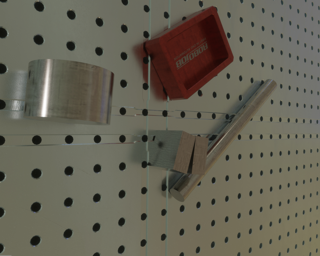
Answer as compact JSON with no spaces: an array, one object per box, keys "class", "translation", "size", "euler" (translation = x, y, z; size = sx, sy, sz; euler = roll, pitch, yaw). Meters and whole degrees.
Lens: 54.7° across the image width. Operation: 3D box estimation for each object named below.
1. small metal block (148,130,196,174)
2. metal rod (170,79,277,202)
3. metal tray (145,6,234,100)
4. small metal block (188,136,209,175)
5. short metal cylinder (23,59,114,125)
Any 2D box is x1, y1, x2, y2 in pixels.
[{"class":"small metal block","translation":[0.015,0.031,0.408],"size":[0.025,0.050,0.050],"euler":[25,75,-38]},{"class":"metal rod","translation":[0.117,0.006,0.510],"size":[0.301,0.025,0.025],"euler":[-43,117,-32]},{"class":"metal tray","translation":[0.048,-0.109,0.448],"size":[0.131,0.030,0.090],"euler":[-40,115,-33]},{"class":"small metal block","translation":[0.037,0.036,0.426],"size":[0.025,0.050,0.050],"euler":[12,82,-40]},{"class":"short metal cylinder","translation":[-0.087,-0.031,0.302],"size":[0.081,0.080,0.050],"euler":[7,86,-40]}]
